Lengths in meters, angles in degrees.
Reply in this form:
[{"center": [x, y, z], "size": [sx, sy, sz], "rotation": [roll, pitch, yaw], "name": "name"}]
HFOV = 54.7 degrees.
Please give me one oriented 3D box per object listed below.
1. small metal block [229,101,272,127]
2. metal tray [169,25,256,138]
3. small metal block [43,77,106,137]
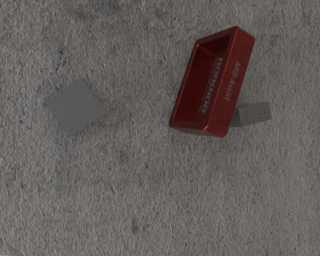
[{"center": [0.120, -0.019, 0.440], "size": [0.050, 0.050, 0.025], "rotation": [-13, 95, -20], "name": "small metal block"}, {"center": [0.063, -0.056, 0.395], "size": [0.030, 0.090, 0.129], "rotation": [21, 83, -27], "name": "metal tray"}, {"center": [-0.102, -0.025, 0.371], "size": [0.050, 0.025, 0.050], "rotation": [-37, 102, -16], "name": "small metal block"}]
